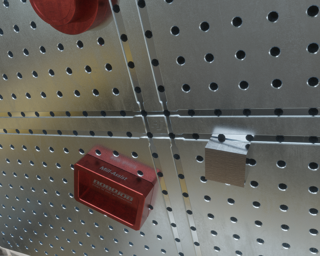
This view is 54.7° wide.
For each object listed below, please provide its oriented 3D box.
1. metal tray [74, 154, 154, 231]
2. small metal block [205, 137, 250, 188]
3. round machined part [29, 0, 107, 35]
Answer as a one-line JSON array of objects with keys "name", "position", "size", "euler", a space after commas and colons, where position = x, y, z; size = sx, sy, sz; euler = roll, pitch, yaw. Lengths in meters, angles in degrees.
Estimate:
[{"name": "metal tray", "position": [-0.081, 0.107, 0.516], "size": [0.130, 0.030, 0.089], "euler": [22, 127, 15]}, {"name": "small metal block", "position": [0.085, 0.043, 0.393], "size": [0.050, 0.025, 0.050], "euler": [9, 122, 23]}, {"name": "round machined part", "position": [-0.115, -0.158, 0.363], "size": [0.098, 0.042, 0.097], "euler": [13, 124, 21]}]
